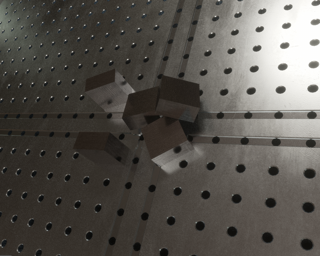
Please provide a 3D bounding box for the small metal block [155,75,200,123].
[{"bbox_3d":[0.023,-0.038,0.395,0.050,0.025,0.050,13,43,-6],"label":"small metal block"}]

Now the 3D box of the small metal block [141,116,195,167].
[{"bbox_3d":[0.009,0.014,0.394,0.050,0.025,0.050,-29,52,9],"label":"small metal block"}]

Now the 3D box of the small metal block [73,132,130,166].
[{"bbox_3d":[-0.078,0.028,0.414,0.050,0.050,0.025,0,62,28],"label":"small metal block"}]

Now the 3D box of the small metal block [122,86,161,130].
[{"bbox_3d":[-0.020,-0.028,0.427,0.050,0.025,0.050,-12,43,21],"label":"small metal block"}]

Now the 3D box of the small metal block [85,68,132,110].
[{"bbox_3d":[-0.076,-0.057,0.465,0.050,0.050,0.025,-16,56,19],"label":"small metal block"}]
